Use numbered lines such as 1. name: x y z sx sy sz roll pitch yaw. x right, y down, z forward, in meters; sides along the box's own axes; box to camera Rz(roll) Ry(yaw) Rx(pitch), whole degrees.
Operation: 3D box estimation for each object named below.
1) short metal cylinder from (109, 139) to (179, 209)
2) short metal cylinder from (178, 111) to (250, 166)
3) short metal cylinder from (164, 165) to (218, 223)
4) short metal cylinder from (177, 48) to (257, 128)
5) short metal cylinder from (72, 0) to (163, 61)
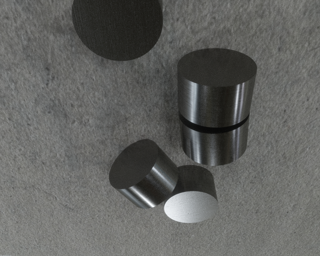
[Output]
1. short metal cylinder: -0.022 0.062 0.424 0.080 0.080 0.050 -27 125 20
2. short metal cylinder: 0.064 -0.001 0.371 0.080 0.080 0.050 -5 130 4
3. short metal cylinder: 0.046 0.103 0.479 0.081 0.050 0.079 0 130 0
4. short metal cylinder: 0.059 -0.045 0.334 0.081 0.080 0.050 -2 130 1
5. short metal cylinder: -0.038 -0.112 0.295 0.081 0.050 0.079 0 130 0
